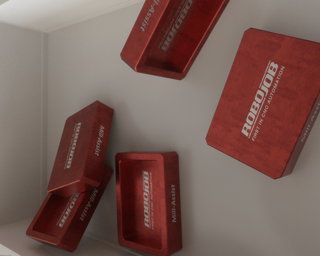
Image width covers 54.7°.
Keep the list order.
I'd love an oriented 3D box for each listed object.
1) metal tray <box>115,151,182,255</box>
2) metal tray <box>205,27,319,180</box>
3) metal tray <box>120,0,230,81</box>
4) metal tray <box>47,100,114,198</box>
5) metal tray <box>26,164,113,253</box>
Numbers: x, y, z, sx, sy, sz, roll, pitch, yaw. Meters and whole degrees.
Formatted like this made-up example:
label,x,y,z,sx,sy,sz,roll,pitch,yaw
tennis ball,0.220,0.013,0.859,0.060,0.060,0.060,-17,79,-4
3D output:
label,x,y,z,sx,sy,sz,roll,pitch,yaw
metal tray,-0.018,0.097,0.418,0.090,0.030,0.129,-4,88,40
metal tray,0.109,-0.026,0.313,0.090,0.030,0.129,29,108,36
metal tray,0.022,-0.120,0.346,0.030,0.091,0.129,45,117,31
metal tray,-0.118,0.031,0.466,0.090,0.030,0.130,-23,49,37
metal tray,-0.135,0.111,0.468,0.090,0.030,0.130,-5,50,39
